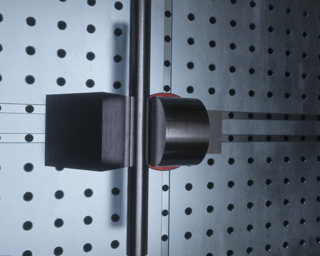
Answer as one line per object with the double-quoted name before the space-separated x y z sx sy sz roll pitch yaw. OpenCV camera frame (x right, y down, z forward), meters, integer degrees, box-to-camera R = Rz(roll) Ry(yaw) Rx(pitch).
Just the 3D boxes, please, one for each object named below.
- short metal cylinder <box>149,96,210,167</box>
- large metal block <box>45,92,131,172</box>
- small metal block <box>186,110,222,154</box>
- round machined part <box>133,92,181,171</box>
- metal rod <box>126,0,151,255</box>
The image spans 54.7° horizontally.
"short metal cylinder" 0.016 0.004 0.358 0.050 0.080 0.079 1 90 -20
"large metal block" -0.081 0.003 0.348 0.050 0.080 0.079 1 90 -62
"small metal block" 0.051 0.004 0.374 0.025 0.050 0.050 1 90 -20
"round machined part" 0.000 0.004 0.403 0.099 0.042 0.097 0 90 -21
"metal rod" -0.025 -0.003 0.360 0.025 0.025 0.298 1 90 -20
